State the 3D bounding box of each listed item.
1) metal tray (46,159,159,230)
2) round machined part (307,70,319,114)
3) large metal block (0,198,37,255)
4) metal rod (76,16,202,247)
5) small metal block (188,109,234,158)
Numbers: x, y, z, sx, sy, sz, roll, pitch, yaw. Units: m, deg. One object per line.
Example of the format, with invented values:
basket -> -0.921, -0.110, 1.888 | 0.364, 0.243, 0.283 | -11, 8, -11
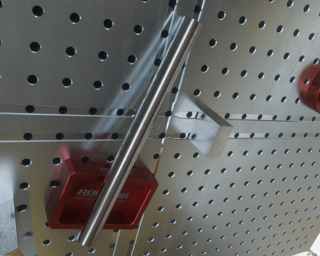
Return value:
metal tray -> -0.077, 0.095, 0.425 | 0.131, 0.030, 0.089 | 13, 111, -34
round machined part -> 0.306, -0.065, 0.531 | 0.099, 0.042, 0.097 | -14, 125, -21
large metal block -> -0.194, 0.141, 0.357 | 0.080, 0.080, 0.050 | -25, 128, -13
metal rod -> -0.028, 0.010, 0.375 | 0.025, 0.025, 0.299 | 21, 98, -36
small metal block -> 0.071, 0.007, 0.441 | 0.025, 0.050, 0.050 | 5, 116, -31
